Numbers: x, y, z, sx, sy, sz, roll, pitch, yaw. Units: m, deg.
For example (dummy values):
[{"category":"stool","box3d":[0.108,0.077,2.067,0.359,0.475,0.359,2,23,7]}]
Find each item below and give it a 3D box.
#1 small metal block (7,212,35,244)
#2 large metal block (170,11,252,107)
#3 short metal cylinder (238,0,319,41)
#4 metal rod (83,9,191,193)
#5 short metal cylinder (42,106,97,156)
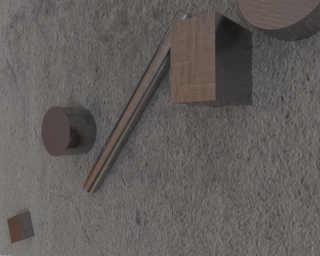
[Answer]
[{"category":"small metal block","box3d":[-0.287,0.205,0.638,0.050,0.025,0.050,-28,73,36]},{"category":"large metal block","box3d":[0.056,-0.065,0.322,0.050,0.081,0.079,0,90,40]},{"category":"short metal cylinder","box3d":[0.121,-0.126,0.288,0.080,0.050,0.079,0,90,39]},{"category":"metal rod","box3d":[-0.039,-0.021,0.434,0.025,0.025,0.298,46,117,30]},{"category":"short metal cylinder","box3d":[-0.150,0.005,0.510,0.080,0.050,0.079,0,90,39]}]
